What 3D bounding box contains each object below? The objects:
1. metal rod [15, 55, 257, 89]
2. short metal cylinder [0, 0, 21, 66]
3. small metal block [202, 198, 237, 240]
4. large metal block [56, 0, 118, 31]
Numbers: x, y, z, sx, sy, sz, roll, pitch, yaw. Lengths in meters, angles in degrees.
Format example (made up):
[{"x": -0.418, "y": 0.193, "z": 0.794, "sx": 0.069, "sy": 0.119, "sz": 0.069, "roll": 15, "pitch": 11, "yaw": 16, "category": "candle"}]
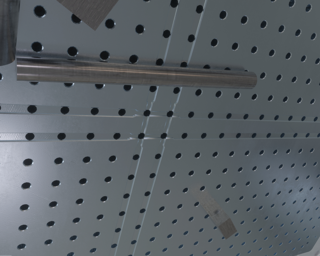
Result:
[{"x": -0.005, "y": -0.063, "z": 0.369, "sx": 0.303, "sy": 0.025, "sz": 0.025, "roll": -2, "pitch": 119, "yaw": -28, "category": "metal rod"}, {"x": -0.154, "y": -0.085, "z": 0.239, "sx": 0.081, "sy": 0.080, "sz": 0.050, "roll": 3, "pitch": 117, "yaw": -30, "category": "short metal cylinder"}, {"x": 0.107, "y": 0.163, "z": 0.555, "sx": 0.025, "sy": 0.050, "sz": 0.050, "roll": -35, "pitch": 129, "yaw": -5, "category": "small metal block"}, {"x": -0.069, "y": -0.146, "z": 0.267, "sx": 0.080, "sy": 0.050, "sz": 0.080, "roll": 34, "pitch": 99, "yaw": -39, "category": "large metal block"}]
